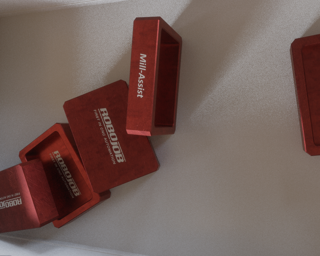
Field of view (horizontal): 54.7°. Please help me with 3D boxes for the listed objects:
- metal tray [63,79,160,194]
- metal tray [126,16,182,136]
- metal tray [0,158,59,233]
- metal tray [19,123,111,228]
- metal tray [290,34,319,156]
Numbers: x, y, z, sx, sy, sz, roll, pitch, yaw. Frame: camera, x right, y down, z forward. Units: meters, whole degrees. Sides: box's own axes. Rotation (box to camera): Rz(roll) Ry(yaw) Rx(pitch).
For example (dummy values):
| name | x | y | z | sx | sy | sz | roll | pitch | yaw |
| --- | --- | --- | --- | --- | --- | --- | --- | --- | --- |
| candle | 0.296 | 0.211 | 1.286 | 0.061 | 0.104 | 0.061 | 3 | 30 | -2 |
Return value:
| name | x | y | z | sx | sy | sz | roll | pitch | yaw |
| --- | --- | --- | --- | --- | --- | --- | --- | --- | --- |
| metal tray | -0.064 | 0.011 | 0.417 | 0.090 | 0.030 | 0.129 | -22 | 83 | 1 |
| metal tray | -0.004 | -0.057 | 0.377 | 0.030 | 0.090 | 0.129 | 5 | 92 | 20 |
| metal tray | -0.212 | 0.104 | 0.459 | 0.130 | 0.030 | 0.090 | -19 | 89 | 36 |
| metal tray | -0.142 | 0.068 | 0.457 | 0.090 | 0.030 | 0.130 | -35 | 79 | 16 |
| metal tray | 0.198 | -0.039 | 0.337 | 0.090 | 0.030 | 0.129 | -7 | 88 | 19 |
